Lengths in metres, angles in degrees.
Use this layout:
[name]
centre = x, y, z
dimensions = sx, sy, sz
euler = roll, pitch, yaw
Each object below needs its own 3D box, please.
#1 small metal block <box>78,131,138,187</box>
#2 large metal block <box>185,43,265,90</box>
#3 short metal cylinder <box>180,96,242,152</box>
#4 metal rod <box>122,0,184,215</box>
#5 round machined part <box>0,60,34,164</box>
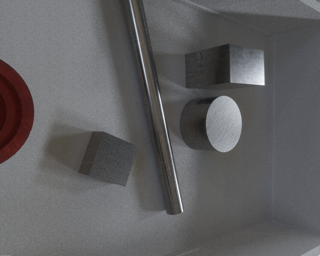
[small metal block]
centre = -0.059, 0.036, 0.359
dimensions = 0.050, 0.025, 0.050
euler = 27, 73, -37
[large metal block]
centre = 0.094, -0.085, 0.452
dimensions = 0.081, 0.080, 0.050
euler = -3, 92, -40
[short metal cylinder]
centre = 0.076, -0.006, 0.456
dimensions = 0.081, 0.050, 0.079
euler = 0, 90, -40
[metal rod]
centre = -0.008, -0.030, 0.401
dimensions = 0.025, 0.025, 0.298
euler = -20, 103, -39
[round machined part]
centre = -0.163, -0.014, 0.260
dimensions = 0.099, 0.042, 0.097
euler = 0, 90, -40
